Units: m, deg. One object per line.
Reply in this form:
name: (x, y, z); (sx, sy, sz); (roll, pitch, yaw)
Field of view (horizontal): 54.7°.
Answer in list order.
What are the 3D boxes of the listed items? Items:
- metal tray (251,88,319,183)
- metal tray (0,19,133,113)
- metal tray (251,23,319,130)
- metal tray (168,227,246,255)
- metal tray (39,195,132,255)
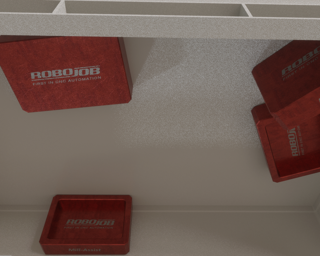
metal tray: (0.185, 0.015, 0.421); (0.090, 0.030, 0.130); (-18, 128, 14)
metal tray: (-0.103, -0.066, 0.348); (0.131, 0.030, 0.089); (-5, 130, 4)
metal tray: (0.165, -0.065, 0.313); (0.130, 0.090, 0.030); (-35, 122, 25)
metal tray: (0.091, 0.244, 0.617); (0.131, 0.030, 0.089); (13, 129, -12)
metal tray: (-0.112, 0.152, 0.494); (0.131, 0.090, 0.030); (1, 130, -1)
